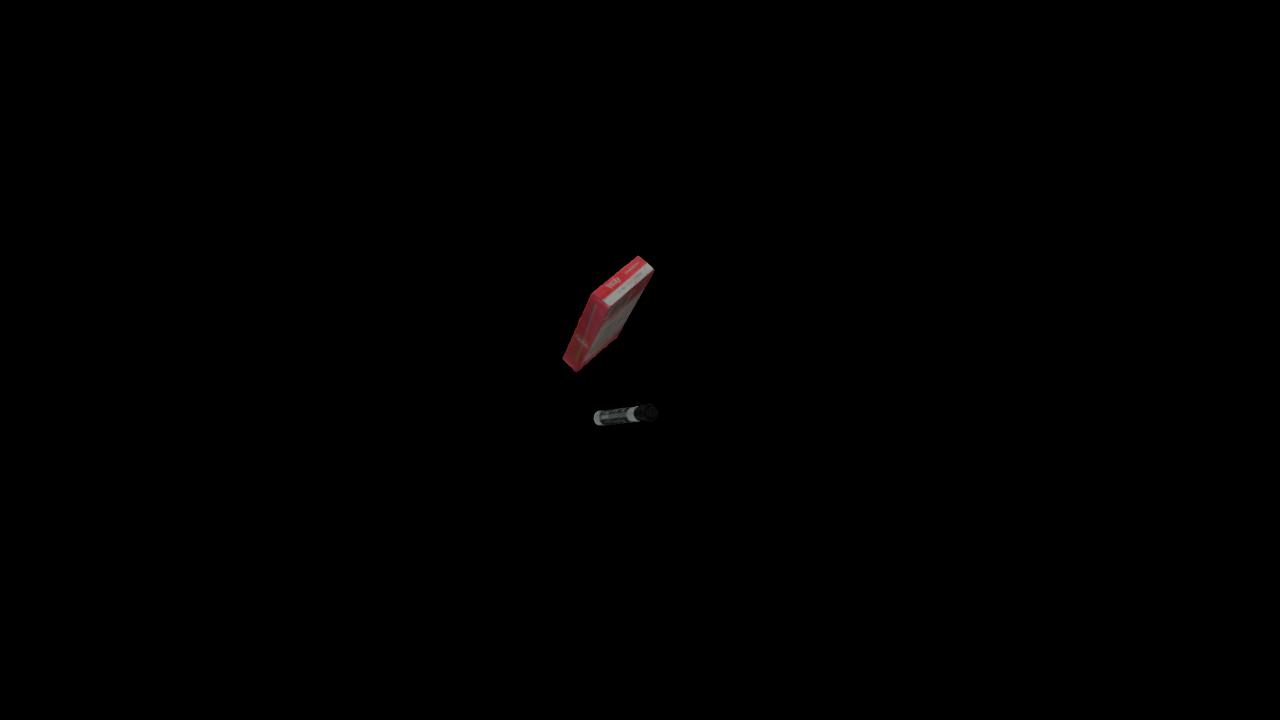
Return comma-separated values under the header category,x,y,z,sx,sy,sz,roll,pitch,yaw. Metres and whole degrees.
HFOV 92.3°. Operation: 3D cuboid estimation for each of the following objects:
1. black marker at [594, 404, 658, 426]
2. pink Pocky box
category,x,y,z,sx,sy,sz,roll,pitch,yaw
black marker,-0.017,0.063,0.700,0.020,0.020,0.121,0,-8,-32
pink Pocky box,-0.041,-0.051,0.730,0.084,0.029,0.155,-43,-7,-33
